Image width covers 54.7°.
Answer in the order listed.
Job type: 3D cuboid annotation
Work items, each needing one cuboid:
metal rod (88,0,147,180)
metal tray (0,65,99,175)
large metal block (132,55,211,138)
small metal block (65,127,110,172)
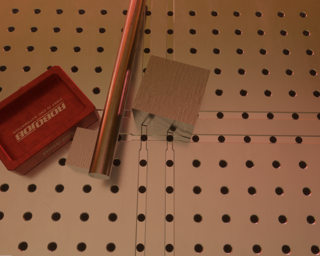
[{"bbox_3d":[-0.051,-0.077,0.423,0.025,0.025,0.299,7,64,2],"label":"metal rod"},{"bbox_3d":[-0.160,-0.012,0.412,0.130,0.030,0.090,-39,75,-13],"label":"metal tray"},{"bbox_3d":[0.015,-0.041,0.414,0.080,0.050,0.080,16,71,5],"label":"large metal block"},{"bbox_3d":[-0.087,0.031,0.400,0.050,0.025,0.050,12,70,4],"label":"small metal block"}]
